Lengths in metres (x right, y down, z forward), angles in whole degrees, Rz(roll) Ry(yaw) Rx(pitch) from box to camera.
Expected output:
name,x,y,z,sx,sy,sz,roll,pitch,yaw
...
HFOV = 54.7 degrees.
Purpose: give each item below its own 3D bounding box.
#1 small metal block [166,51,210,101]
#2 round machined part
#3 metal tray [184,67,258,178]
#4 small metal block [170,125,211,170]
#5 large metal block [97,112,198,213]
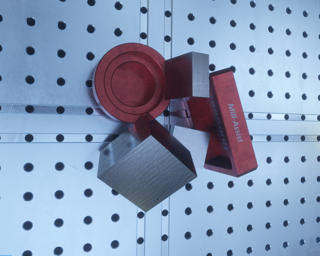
name,x,y,z,sx,sy,sz,roll,pitch,yaw
small metal block,0.032,-0.059,0.368,0.025,0.050,0.050,0,89,-35
round machined part,-0.036,-0.054,0.391,0.099,0.042,0.097,0,90,-21
metal tray,0.074,-0.006,0.407,0.030,0.090,0.129,-19,97,-19
small metal block,0.037,0.026,0.422,0.050,0.025,0.050,12,90,-9
large metal block,-0.016,0.042,0.370,0.080,0.050,0.080,-38,118,16
